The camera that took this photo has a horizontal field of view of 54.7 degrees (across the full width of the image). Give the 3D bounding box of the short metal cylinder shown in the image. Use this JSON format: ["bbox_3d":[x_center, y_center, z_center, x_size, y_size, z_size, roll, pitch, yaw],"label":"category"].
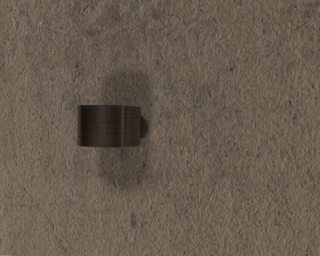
[{"bbox_3d":[-0.065,-0.003,0.402,0.080,0.080,0.050,1,91,19],"label":"short metal cylinder"}]
